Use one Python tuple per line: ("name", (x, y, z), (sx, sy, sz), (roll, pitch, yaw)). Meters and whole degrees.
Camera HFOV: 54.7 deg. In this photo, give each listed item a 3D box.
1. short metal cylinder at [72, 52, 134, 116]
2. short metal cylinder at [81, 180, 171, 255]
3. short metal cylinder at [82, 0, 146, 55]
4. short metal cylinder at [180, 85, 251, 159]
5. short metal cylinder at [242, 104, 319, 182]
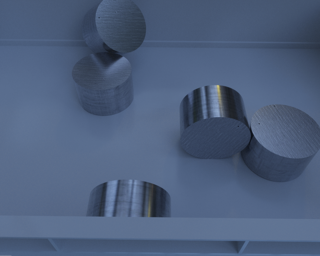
("short metal cylinder", (-0.079, -0.063, 0.441), (0.080, 0.050, 0.080), (0, 50, 0))
("short metal cylinder", (-0.030, 0.091, 0.293), (0.080, 0.080, 0.050), (1, 50, 0))
("short metal cylinder", (-0.068, -0.148, 0.460), (0.080, 0.080, 0.050), (-39, 23, -28))
("short metal cylinder", (0.064, -0.005, 0.374), (0.080, 0.080, 0.050), (1, 50, 0))
("short metal cylinder", (0.144, 0.017, 0.374), (0.081, 0.050, 0.080), (1, 50, -1))
